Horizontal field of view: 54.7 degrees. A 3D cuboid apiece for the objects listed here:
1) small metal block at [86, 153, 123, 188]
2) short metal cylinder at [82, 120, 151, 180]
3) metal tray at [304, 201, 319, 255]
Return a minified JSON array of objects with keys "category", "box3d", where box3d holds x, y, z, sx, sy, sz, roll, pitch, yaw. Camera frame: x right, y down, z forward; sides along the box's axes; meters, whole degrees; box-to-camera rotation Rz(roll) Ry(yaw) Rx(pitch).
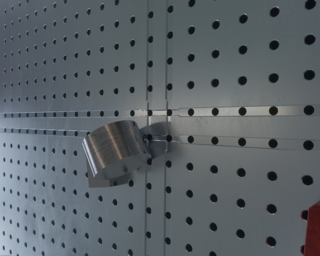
[{"category":"small metal block","box3d":[-0.087,0.066,0.482,0.050,0.025,0.050,-12,83,39]},{"category":"short metal cylinder","box3d":[-0.059,0.031,0.422,0.080,0.081,0.050,-38,67,33]},{"category":"metal tray","box3d":[0.173,0.135,0.264,0.090,0.030,0.129,7,94,39]}]
